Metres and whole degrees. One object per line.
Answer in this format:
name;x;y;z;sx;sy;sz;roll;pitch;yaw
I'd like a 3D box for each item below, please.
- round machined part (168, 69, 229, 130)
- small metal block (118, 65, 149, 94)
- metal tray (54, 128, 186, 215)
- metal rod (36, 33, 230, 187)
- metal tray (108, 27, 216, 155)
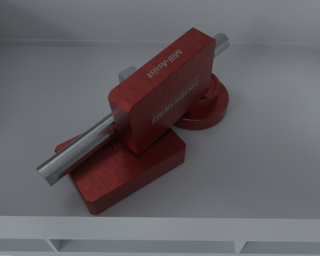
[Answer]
round machined part;0.047;-0.048;0.432;0.099;0.042;0.098;0;50;0
small metal block;-0.030;-0.050;0.429;0.025;0.050;0.050;-37;60;-27
metal tray;-0.046;0.032;0.373;0.131;0.030;0.090;-28;56;-22
metal rod;-0.016;-0.037;0.383;0.025;0.025;0.301;37;63;26
metal tray;0.007;-0.040;0.346;0.030;0.090;0.131;37;65;23
